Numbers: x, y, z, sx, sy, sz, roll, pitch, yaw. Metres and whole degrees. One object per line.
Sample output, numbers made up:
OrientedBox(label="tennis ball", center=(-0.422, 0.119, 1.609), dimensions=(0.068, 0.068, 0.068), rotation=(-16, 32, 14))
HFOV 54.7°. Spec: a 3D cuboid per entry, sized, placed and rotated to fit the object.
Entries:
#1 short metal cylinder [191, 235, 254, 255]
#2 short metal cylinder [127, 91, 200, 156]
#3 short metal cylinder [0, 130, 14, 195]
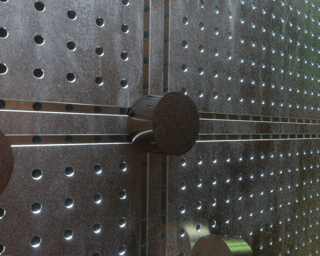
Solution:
OrientedBox(label="short metal cylinder", center=(0.091, 0.198, 0.453), dimensions=(0.050, 0.080, 0.080), rotation=(17, 79, -39))
OrientedBox(label="short metal cylinder", center=(0.005, -0.005, 0.400), dimensions=(0.081, 0.050, 0.079), rotation=(0, 90, -40))
OrientedBox(label="short metal cylinder", center=(-0.169, 0.028, 0.252), dimensions=(0.081, 0.050, 0.079), rotation=(0, 90, -40))
